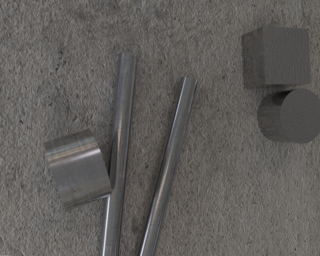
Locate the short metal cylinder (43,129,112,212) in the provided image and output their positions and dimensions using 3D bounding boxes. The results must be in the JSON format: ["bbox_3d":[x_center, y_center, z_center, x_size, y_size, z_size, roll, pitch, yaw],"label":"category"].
[{"bbox_3d":[-0.092,0.046,0.346,0.050,0.080,0.080,-18,96,-19],"label":"short metal cylinder"}]

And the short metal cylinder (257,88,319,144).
[{"bbox_3d":[0.196,-0.017,0.468,0.081,0.050,0.079,0,90,-20],"label":"short metal cylinder"}]

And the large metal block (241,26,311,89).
[{"bbox_3d":[0.171,-0.102,0.459,0.081,0.050,0.079,-4,92,-20],"label":"large metal block"}]

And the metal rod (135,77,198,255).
[{"bbox_3d":[0.003,0.078,0.410,0.025,0.025,0.299,16,85,-20],"label":"metal rod"}]

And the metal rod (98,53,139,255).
[{"bbox_3d":[-0.054,0.056,0.389,0.025,0.025,0.298,6,88,-20],"label":"metal rod"}]
